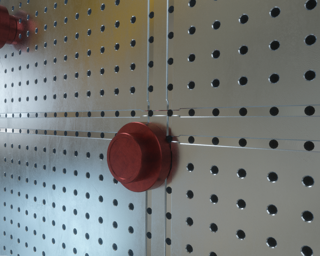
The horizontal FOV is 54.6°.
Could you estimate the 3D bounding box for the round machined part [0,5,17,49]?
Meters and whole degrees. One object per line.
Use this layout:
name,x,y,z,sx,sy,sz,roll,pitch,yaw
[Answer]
round machined part,-0.359,-0.226,0.698,0.098,0.042,0.097,0,90,40

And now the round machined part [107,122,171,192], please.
round machined part,-0.036,0.040,0.429,0.098,0.042,0.097,0,90,40
